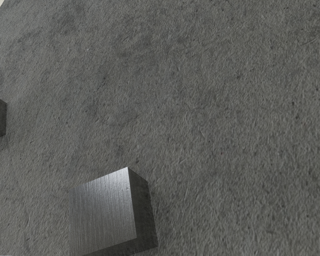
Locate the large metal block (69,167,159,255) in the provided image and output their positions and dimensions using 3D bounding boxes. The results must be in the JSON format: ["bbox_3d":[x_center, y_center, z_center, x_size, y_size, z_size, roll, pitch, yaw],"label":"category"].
[{"bbox_3d":[-0.055,0.102,0.354,0.080,0.050,0.080,-23,53,14],"label":"large metal block"}]

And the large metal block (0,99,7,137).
[{"bbox_3d":[-0.335,-0.012,0.572,0.080,0.050,0.080,-28,52,10],"label":"large metal block"}]
